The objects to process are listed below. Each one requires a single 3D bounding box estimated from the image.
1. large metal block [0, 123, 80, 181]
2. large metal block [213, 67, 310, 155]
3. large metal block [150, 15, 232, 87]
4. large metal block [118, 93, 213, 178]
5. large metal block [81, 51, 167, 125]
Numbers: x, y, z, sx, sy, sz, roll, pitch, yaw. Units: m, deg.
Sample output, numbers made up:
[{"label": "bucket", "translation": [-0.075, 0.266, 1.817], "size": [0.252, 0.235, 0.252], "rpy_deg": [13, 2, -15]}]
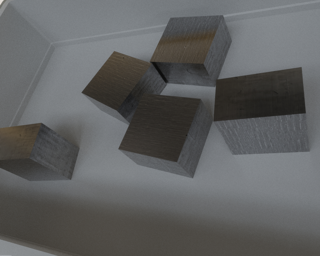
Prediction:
[{"label": "large metal block", "translation": [-0.177, 0.037, 0.438], "size": [0.080, 0.080, 0.050], "rpy_deg": [-6, 59, 25]}, {"label": "large metal block", "translation": [0.107, -0.012, 0.321], "size": [0.080, 0.080, 0.050], "rpy_deg": [-5, 60, 25]}, {"label": "large metal block", "translation": [0.045, -0.107, 0.431], "size": [0.080, 0.050, 0.080], "rpy_deg": [10, 67, 32]}, {"label": "large metal block", "translation": [0.009, 0.008, 0.379], "size": [0.080, 0.050, 0.080], "rpy_deg": [9, 66, 32]}, {"label": "large metal block", "translation": [-0.052, -0.057, 0.450], "size": [0.080, 0.050, 0.080], "rpy_deg": [27, 76, 36]}]
